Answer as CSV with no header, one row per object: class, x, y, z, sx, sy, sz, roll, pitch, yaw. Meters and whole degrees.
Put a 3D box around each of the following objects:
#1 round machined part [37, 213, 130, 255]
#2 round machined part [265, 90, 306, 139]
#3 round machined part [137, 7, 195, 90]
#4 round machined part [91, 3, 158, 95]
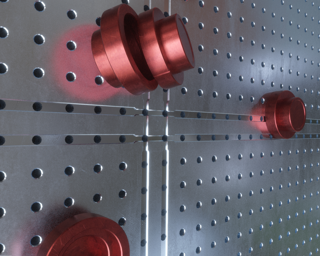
round machined part,-0.084,0.139,0.329,0.099,0.042,0.097,0,90,-40
round machined part,0.255,-0.027,0.616,0.099,0.042,0.097,0,90,-40
round machined part,0.013,-0.100,0.380,0.098,0.042,0.097,-16,90,-72
round machined part,-0.040,-0.083,0.346,0.098,0.042,0.097,-16,90,-72
